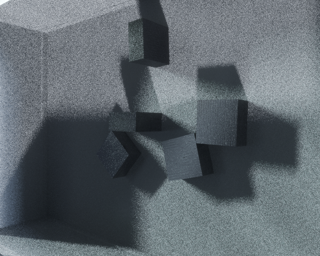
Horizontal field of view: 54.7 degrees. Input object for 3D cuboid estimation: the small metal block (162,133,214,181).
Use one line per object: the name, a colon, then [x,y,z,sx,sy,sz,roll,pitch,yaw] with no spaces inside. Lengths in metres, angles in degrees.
small metal block: [0.033,0.036,0.379,0.050,0.025,0.050,-17,79,39]

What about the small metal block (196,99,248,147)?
small metal block: [0.069,-0.006,0.349,0.050,0.025,0.050,3,91,39]

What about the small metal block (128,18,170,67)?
small metal block: [-0.014,-0.109,0.402,0.025,0.050,0.050,-3,88,40]

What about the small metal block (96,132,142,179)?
small metal block: [-0.062,0.038,0.458,0.050,0.025,0.050,50,119,28]

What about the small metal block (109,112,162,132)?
small metal block: [-0.033,-0.008,0.418,0.050,0.050,0.025,2,91,40]
